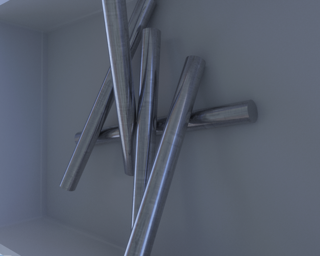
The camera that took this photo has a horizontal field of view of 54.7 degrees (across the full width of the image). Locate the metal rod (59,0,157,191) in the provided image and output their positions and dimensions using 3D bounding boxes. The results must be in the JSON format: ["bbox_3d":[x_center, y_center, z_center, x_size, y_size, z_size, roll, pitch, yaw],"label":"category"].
[{"bbox_3d":[-0.079,-0.043,0.447,0.025,0.025,0.298,33,103,35],"label":"metal rod"}]

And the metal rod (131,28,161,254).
[{"bbox_3d":[-0.018,0.023,0.383,0.025,0.025,0.298,-3,81,40],"label":"metal rod"}]

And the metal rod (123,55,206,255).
[{"bbox_3d":[0.000,0.055,0.327,0.025,0.025,0.299,2,66,40],"label":"metal rod"}]

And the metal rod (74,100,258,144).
[{"bbox_3d":[-0.017,0.000,0.421,0.300,0.025,0.025,-9,84,39],"label":"metal rod"}]

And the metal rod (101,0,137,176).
[{"bbox_3d":[-0.045,-0.068,0.361,0.025,0.025,0.298,24,130,37],"label":"metal rod"}]
